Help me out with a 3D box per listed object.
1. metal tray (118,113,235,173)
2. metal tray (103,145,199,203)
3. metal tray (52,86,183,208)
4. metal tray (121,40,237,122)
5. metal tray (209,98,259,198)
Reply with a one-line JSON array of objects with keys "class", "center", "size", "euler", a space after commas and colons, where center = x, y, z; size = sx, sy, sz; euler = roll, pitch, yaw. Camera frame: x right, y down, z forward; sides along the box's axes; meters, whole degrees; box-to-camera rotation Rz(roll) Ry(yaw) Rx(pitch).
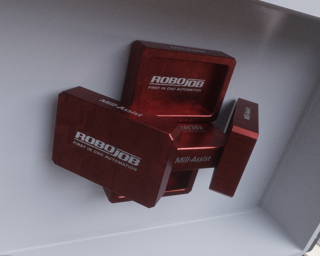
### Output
[{"class": "metal tray", "center": [0.018, 0.014, 0.383], "size": [0.131, 0.090, 0.030], "euler": [0, 118, -29]}, {"class": "metal tray", "center": [-0.006, 0.053, 0.431], "size": [0.131, 0.030, 0.089], "euler": [0, 118, -29]}, {"class": "metal tray", "center": [-0.050, 0.019, 0.331], "size": [0.030, 0.130, 0.089], "euler": [-40, 148, -61]}, {"class": "metal tray", "center": [0.023, -0.053, 0.383], "size": [0.131, 0.030, 0.089], "euler": [-1, 119, -29]}, {"class": "metal tray", "center": [0.101, 0.020, 0.415], "size": [0.030, 0.130, 0.089], "euler": [19, 115, 10]}]
